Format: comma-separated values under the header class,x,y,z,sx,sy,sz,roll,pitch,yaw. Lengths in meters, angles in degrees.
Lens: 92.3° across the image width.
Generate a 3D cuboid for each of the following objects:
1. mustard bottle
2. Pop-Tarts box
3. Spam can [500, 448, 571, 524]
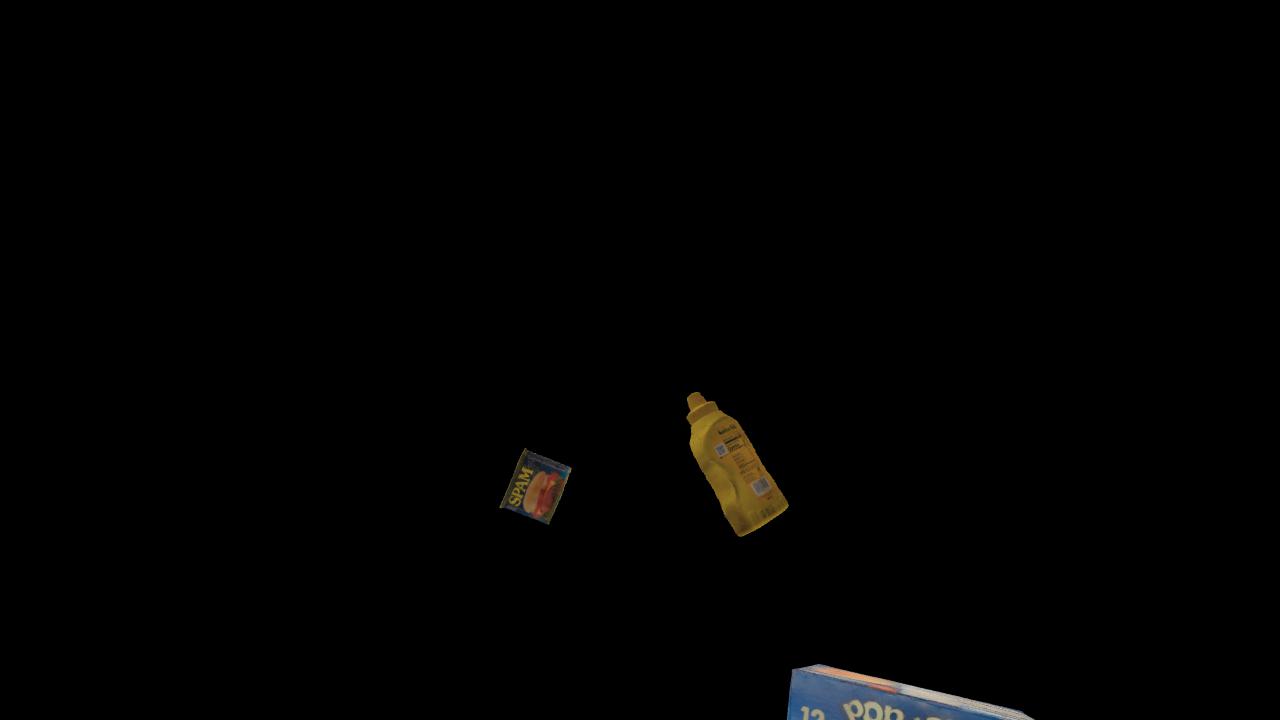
class,x,y,z,sx,sy,sz,roll,pitch,yaw
mustard bottle,0.111,0.121,0.778,0.092,0.184,0.054,-18,-18,-40
Pop-Tarts box,0.204,0.293,0.463,0.167,0.083,0.141,2,-23,24
Spam can,-0.169,0.207,1.002,0.085,0.101,0.058,23,12,-5
